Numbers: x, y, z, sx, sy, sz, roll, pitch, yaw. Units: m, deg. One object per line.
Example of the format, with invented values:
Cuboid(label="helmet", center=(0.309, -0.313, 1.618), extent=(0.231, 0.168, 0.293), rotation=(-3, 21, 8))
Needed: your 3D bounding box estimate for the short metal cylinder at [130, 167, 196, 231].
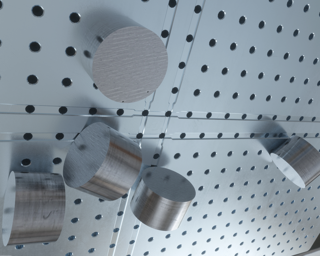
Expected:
Cuboid(label="short metal cylinder", center=(0.004, 0.099, 0.441), extent=(0.081, 0.080, 0.050), rotation=(8, 114, -32))

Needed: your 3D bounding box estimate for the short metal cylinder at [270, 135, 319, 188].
Cuboid(label="short metal cylinder", center=(0.245, 0.059, 0.550), extent=(0.050, 0.080, 0.080), rotation=(-40, 130, -2))

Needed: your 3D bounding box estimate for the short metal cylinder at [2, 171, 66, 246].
Cuboid(label="short metal cylinder", center=(-0.145, 0.090, 0.353), extent=(0.050, 0.080, 0.079), rotation=(8, 114, -32))

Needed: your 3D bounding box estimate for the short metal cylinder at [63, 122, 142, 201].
Cuboid(label="short metal cylinder", center=(-0.068, 0.040, 0.364), extent=(0.080, 0.080, 0.050), rotation=(-50, 129, 7))

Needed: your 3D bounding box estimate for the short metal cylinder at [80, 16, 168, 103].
Cuboid(label="short metal cylinder", center=(-0.039, -0.073, 0.330), extent=(0.081, 0.050, 0.079), rotation=(-14, 125, -21))
